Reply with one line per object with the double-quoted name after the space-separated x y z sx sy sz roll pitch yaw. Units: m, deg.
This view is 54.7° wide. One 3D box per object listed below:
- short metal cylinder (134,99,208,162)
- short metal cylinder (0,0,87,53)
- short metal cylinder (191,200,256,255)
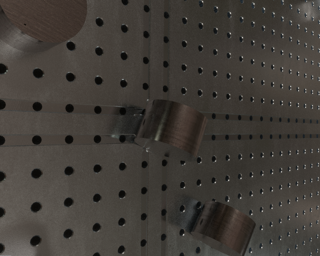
0.014 0.005 0.387 0.080 0.080 0.050 30 71 -36 "short metal cylinder"
-0.118 -0.117 0.295 0.081 0.050 0.079 0 90 -40 "short metal cylinder"
0.093 0.149 0.454 0.080 0.080 0.050 45 63 -31 "short metal cylinder"
